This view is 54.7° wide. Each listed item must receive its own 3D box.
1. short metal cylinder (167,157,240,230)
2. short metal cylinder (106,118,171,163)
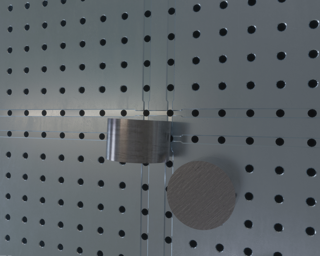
[{"bbox_3d":[0.055,0.077,0.380,0.080,0.050,0.079,0,90,20],"label":"short metal cylinder"},{"bbox_3d":[-0.027,0.014,0.393,0.080,0.080,0.050,3,91,20],"label":"short metal cylinder"}]
